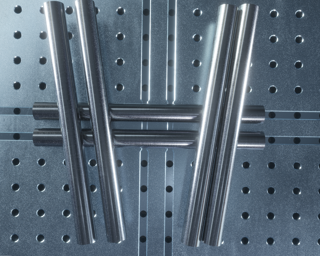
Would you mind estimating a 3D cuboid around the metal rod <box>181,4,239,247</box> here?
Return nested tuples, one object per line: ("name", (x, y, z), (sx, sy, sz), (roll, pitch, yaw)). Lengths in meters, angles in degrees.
("metal rod", (0.062, -0.003, 0.389), (0.025, 0.025, 0.298), (9, 90, 0))

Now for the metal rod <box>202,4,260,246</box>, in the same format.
("metal rod", (0.089, -0.004, 0.390), (0.025, 0.025, 0.298), (9, 90, 0))

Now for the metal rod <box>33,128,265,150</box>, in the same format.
("metal rod", (-0.014, 0.015, 0.414), (0.302, 0.025, 0.025), (1, 90, 0))

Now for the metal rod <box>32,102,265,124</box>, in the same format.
("metal rod", (-0.014, -0.020, 0.414), (0.302, 0.025, 0.025), (1, 90, 0))

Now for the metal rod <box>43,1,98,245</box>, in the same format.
("metal rod", (-0.112, -0.006, 0.388), (0.025, 0.025, 0.298), (-8, 90, 0))

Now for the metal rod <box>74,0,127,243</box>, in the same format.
("metal rod", (-0.074, -0.009, 0.389), (0.025, 0.025, 0.298), (-8, 90, 0))
